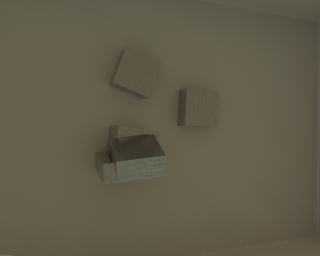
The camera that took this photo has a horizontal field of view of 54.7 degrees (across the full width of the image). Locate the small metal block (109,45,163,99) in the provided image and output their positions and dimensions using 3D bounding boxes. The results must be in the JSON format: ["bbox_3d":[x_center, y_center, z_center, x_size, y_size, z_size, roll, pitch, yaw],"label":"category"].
[{"bbox_3d":[-0.032,-0.070,0.400,0.050,0.025,0.050,22,83,-19],"label":"small metal block"}]

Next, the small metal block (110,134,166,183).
[{"bbox_3d":[-0.025,0.031,0.336,0.050,0.050,0.025,-6,116,-14],"label":"small metal block"}]

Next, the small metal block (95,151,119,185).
[{"bbox_3d":[-0.049,0.045,0.378,0.050,0.050,0.025,-6,102,-20],"label":"small metal block"}]

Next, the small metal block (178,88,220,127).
[{"bbox_3d":[0.054,-0.027,0.432,0.050,0.025,0.050,3,89,-20],"label":"small metal block"}]

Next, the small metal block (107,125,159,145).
[{"bbox_3d":[-0.035,0.013,0.385,0.050,0.050,0.025,10,87,-20],"label":"small metal block"}]
